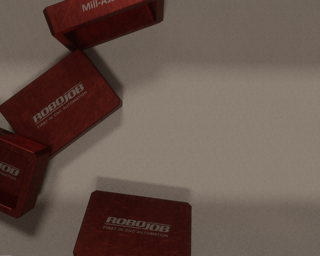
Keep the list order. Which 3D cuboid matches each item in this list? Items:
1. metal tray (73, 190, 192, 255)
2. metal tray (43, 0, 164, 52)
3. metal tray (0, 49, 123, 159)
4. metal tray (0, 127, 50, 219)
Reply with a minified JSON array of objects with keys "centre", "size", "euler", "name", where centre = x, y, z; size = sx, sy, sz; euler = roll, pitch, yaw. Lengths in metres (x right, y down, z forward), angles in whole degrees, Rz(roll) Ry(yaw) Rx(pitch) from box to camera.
[{"centre":[-0.029,0.129,0.380],"size":[0.131,0.090,0.030],"euler":[8,131,-1],"name":"metal tray"},{"centre":[-0.062,-0.137,0.378],"size":[0.131,0.090,0.030],"euler":[-20,90,-1],"name":"metal tray"},{"centre":[-0.127,-0.029,0.407],"size":[0.130,0.030,0.090],"euler":[-37,90,-1],"name":"metal tray"},{"centre":[-0.213,0.045,0.387],"size":[0.131,0.030,0.089],"euler":[21,103,7],"name":"metal tray"}]
